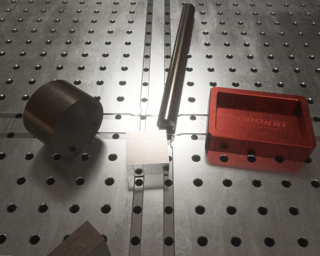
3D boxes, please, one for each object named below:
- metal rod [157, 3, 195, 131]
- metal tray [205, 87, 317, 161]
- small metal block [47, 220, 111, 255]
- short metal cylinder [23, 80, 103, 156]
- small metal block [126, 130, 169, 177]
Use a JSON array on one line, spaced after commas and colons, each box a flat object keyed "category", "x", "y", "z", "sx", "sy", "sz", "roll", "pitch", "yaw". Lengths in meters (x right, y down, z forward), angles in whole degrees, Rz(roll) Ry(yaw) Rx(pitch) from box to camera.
[{"category": "metal rod", "x": 0.032, "y": -0.117, "z": 0.506, "sx": 0.025, "sy": 0.025, "sz": 0.300, "roll": 7, "pitch": 50, "yaw": 6}, {"category": "metal tray", "x": 0.129, "y": -0.008, "z": 0.412, "sx": 0.131, "sy": 0.030, "sz": 0.090, "roll": 7, "pitch": 50, "yaw": 5}, {"category": "small metal block", "x": -0.076, "y": 0.122, "z": 0.288, "sx": 0.025, "sy": 0.050, "sz": 0.050, "roll": 36, "pitch": 58, "yaw": 26}, {"category": "short metal cylinder", "x": -0.117, "y": -0.013, "z": 0.381, "sx": 0.050, "sy": 0.080, "sz": 0.080, "roll": 31, "pitch": 56, "yaw": 23}, {"category": "small metal block", "x": -0.016, "y": 0.030, "z": 0.382, "sx": 0.050, "sy": 0.025, "sz": 0.050, "roll": -3, "pitch": 50, "yaw": -3}]
